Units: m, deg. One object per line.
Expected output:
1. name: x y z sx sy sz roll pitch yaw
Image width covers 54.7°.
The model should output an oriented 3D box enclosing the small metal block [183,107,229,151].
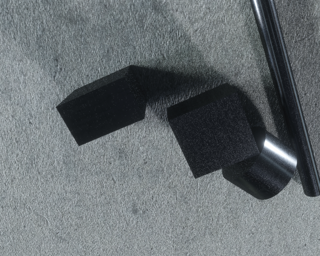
1. small metal block: 0.055 -0.005 0.408 0.050 0.025 0.050 34 106 -12

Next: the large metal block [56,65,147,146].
1. large metal block: -0.064 -0.030 0.369 0.080 0.080 0.050 -22 109 8

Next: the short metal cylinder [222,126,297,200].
1. short metal cylinder: 0.125 0.044 0.398 0.050 0.080 0.080 33 107 -12

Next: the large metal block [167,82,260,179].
1. large metal block: 0.062 0.002 0.371 0.080 0.050 0.080 -23 109 8

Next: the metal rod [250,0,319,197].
1. metal rod: 0.164 -0.038 0.397 0.025 0.025 0.299 -21 109 7
